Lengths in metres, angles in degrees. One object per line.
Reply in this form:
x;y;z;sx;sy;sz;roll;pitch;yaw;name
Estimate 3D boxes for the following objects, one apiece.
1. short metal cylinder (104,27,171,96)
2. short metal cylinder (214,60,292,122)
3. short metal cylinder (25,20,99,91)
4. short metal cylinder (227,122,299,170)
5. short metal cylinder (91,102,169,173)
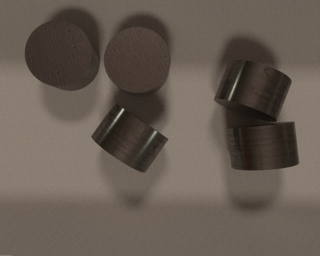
-0.027;-0.082;0.399;0.081;0.050;0.079;0;90;-1;short metal cylinder
0.114;-0.045;0.385;0.080;0.080;0.050;21;90;-1;short metal cylinder
-0.122;-0.090;0.397;0.081;0.050;0.079;0;90;-1;short metal cylinder
0.127;0.021;0.386;0.081;0.080;0.050;-6;90;0;short metal cylinder
-0.037;0.012;0.384;0.080;0.080;0.050;35;90;-1;short metal cylinder
